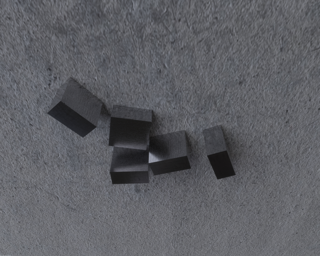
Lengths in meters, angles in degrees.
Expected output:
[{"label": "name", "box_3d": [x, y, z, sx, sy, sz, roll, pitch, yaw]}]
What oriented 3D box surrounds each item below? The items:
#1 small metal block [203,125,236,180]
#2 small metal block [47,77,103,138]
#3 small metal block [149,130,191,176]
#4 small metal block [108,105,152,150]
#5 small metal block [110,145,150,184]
[{"label": "small metal block", "box_3d": [0.080, 0.032, 0.419, 0.025, 0.050, 0.050, -17, 128, 14]}, {"label": "small metal block", "box_3d": [-0.099, -0.025, 0.369, 0.025, 0.050, 0.050, -35, 122, 26]}, {"label": "small metal block", "box_3d": [0.013, 0.033, 0.419, 0.050, 0.050, 0.025, -12, 129, 10]}, {"label": "small metal block", "box_3d": [-0.039, 0.000, 0.407, 0.050, 0.025, 0.050, 7, 130, -6]}, {"label": "small metal block", "box_3d": [-0.040, 0.050, 0.433, 0.050, 0.050, 0.025, -2, 130, 1]}]
